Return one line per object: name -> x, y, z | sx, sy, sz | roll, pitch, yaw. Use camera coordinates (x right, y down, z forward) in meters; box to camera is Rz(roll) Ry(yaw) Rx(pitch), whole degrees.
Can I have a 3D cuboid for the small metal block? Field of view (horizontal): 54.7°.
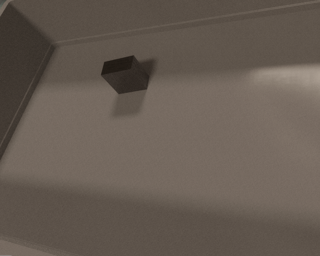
small metal block -> -0.051, -0.078, 0.463 | 0.050, 0.050, 0.025 | -7, 59, 24
